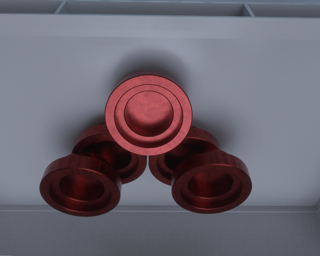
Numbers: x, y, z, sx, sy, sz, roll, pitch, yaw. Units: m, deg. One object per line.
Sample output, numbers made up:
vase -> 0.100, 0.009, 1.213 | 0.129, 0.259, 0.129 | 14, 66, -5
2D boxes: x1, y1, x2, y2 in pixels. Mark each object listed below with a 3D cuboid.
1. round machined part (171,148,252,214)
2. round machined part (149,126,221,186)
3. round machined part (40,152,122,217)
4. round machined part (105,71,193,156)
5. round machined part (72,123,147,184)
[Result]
round machined part -> 0.063, 0.064, 0.397 | 0.099, 0.042, 0.097 | 0, 130, 0
round machined part -> 0.034, 0.035, 0.426 | 0.099, 0.042, 0.097 | 0, 130, 0
round machined part -> -0.098, 0.069, 0.399 | 0.099, 0.042, 0.097 | 0, 130, 0
round machined part -> -0.013, -0.020, 0.366 | 0.099, 0.042, 0.097 | -1, 112, -1
round machined part -> -0.067, 0.031, 0.422 | 0.099, 0.042, 0.097 | 0, 130, 0
